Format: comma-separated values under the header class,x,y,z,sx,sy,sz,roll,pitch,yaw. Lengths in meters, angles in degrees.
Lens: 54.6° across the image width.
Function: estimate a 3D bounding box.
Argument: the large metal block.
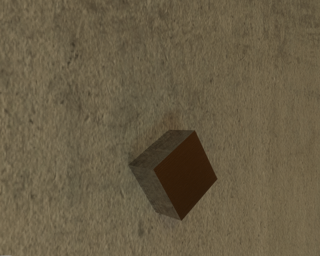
class,x,y,z,sx,sy,sz,roll,pitch,yaw
large metal block,0.019,0.058,0.404,0.080,0.050,0.080,-41,115,-32
